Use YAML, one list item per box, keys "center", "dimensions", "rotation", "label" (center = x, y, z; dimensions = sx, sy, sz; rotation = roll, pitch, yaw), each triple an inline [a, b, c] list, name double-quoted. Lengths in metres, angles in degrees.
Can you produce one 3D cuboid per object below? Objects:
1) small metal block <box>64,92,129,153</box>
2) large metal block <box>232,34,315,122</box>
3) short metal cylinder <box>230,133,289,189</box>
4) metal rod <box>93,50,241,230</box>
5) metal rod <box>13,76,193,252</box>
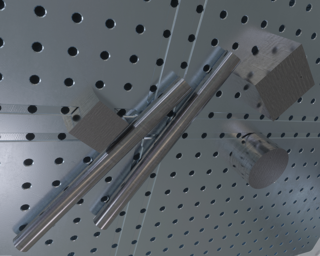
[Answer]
- center: [-0.075, -0.006, 0.367]
  dimensions: [0.050, 0.025, 0.050]
  rotation: [-46, 129, 3]
  label: "small metal block"
- center: [0.162, -0.070, 0.440]
  dimensions: [0.080, 0.050, 0.080]
  rotation: [-42, 130, 1]
  label: "large metal block"
- center: [0.166, 0.055, 0.519]
  dimensions: [0.081, 0.050, 0.079]
  rotation: [-14, 124, -21]
  label: "short metal cylinder"
- center: [0.005, 0.022, 0.427]
  dimensions: [0.025, 0.025, 0.299]
  rotation: [31, 101, -38]
  label: "metal rod"
- center: [-0.075, 0.047, 0.399]
  dimensions: [0.300, 0.025, 0.025]
  rotation: [-44, 129, 2]
  label: "metal rod"
